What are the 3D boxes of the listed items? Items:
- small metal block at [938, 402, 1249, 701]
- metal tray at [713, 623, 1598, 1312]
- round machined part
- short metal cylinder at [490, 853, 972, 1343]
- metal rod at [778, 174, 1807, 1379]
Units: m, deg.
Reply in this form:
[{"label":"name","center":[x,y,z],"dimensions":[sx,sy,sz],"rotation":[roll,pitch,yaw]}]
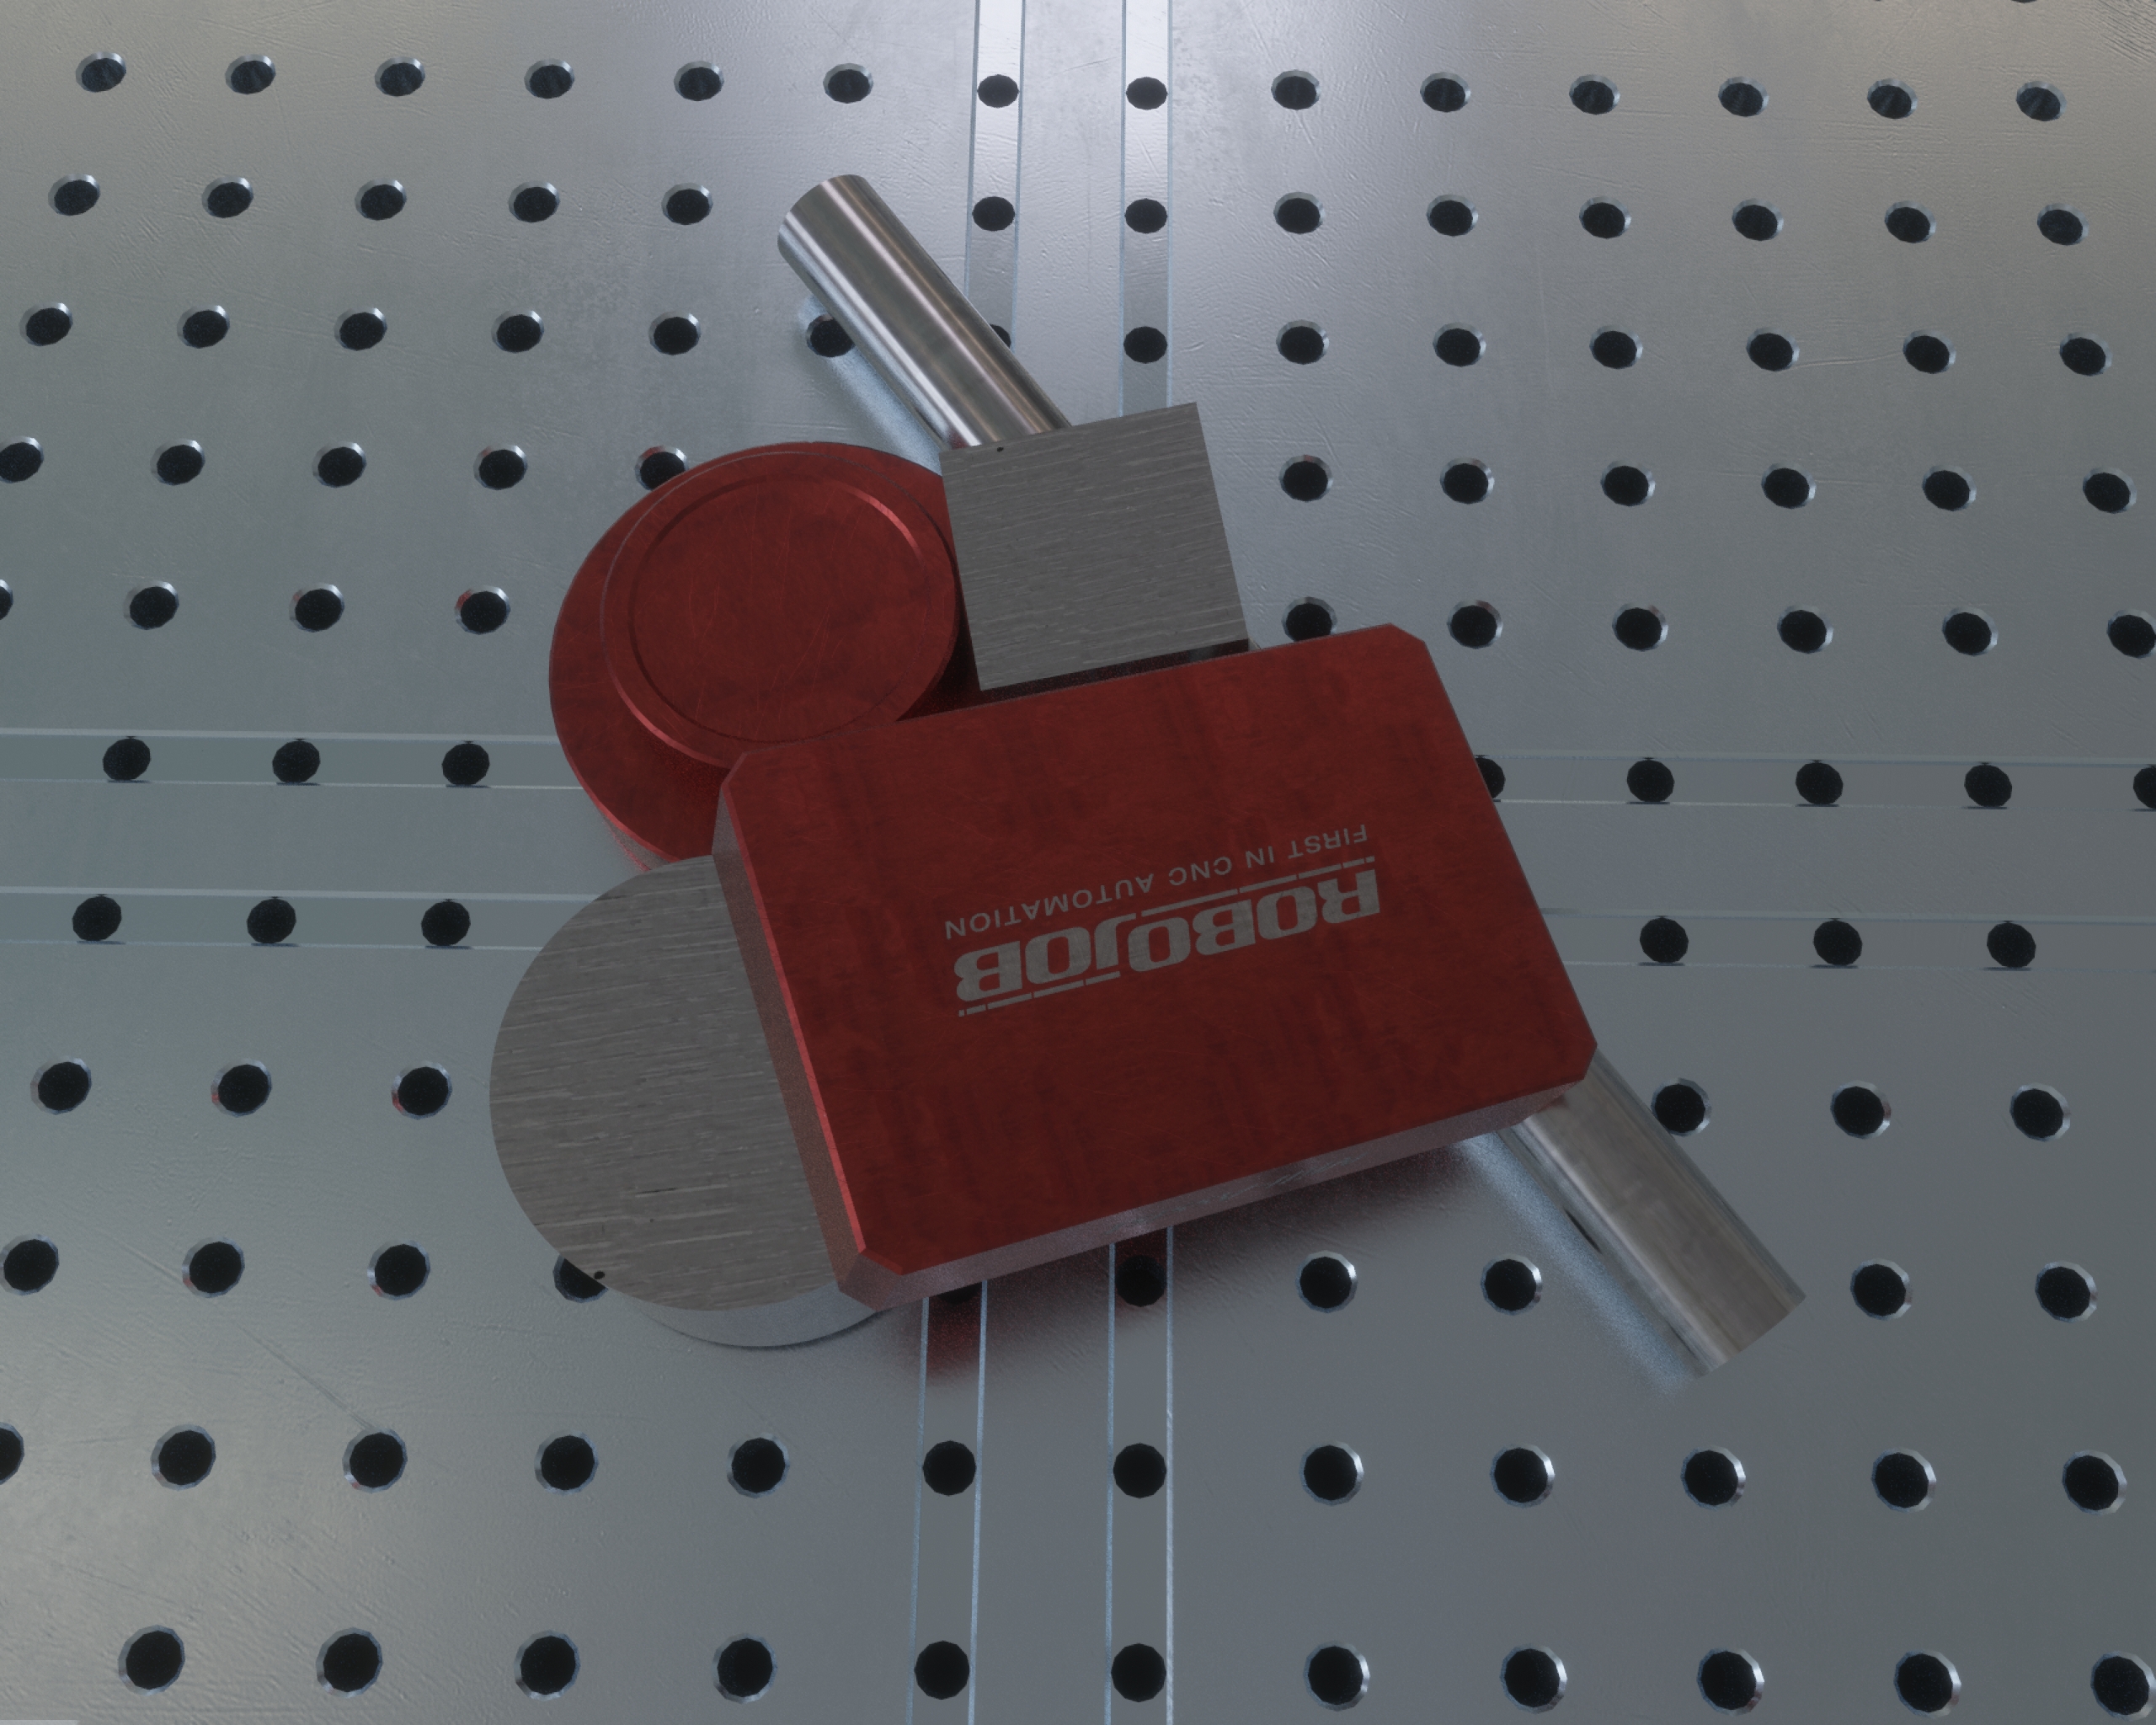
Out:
[{"label":"small metal block","center":[0.003,-0.056,0.403],"dimensions":[0.050,0.025,0.050],"rotation":[-11,73,1]},{"label":"metal tray","center":[0.012,0.015,0.359],"dimensions":[0.131,0.030,0.090],"rotation":[-13,70,-18]},{"label":"round machined part","center":[-0.056,-0.042,0.412],"dimensions":[0.099,0.042,0.098],"rotation":[0,70,1]},{"label":"short metal cylinder","center":[-0.059,0.044,0.378],"dimensions":[0.081,0.050,0.080],"rotation":[0,70,0]},{"label":"metal rod","center":[0.033,-0.028,0.418],"dimensions":[0.025,0.025,0.300],"rotation":[-35,74,-12]}]
